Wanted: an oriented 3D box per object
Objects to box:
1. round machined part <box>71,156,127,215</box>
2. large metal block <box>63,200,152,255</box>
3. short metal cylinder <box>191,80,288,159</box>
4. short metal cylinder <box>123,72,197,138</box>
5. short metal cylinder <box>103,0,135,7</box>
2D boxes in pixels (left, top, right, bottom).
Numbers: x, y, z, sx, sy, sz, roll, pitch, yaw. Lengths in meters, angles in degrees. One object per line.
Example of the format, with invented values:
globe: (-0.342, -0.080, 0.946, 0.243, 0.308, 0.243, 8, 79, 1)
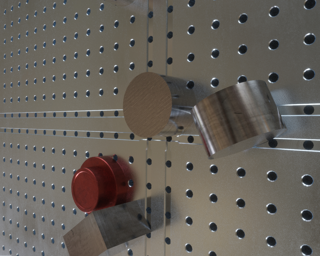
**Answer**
round machined part: (-0.101, 0.094, 0.481, 0.098, 0.042, 0.097, 0, 90, 40)
large metal block: (-0.074, 0.149, 0.435, 0.080, 0.081, 0.050, -43, 64, 32)
short metal cylinder: (0.077, -0.006, 0.310, 0.080, 0.081, 0.050, -30, 71, 36)
short metal cylinder: (-0.001, -0.028, 0.394, 0.080, 0.050, 0.080, 0, 90, 40)
short metal cylinder: (-0.067, -0.224, 0.448, 0.080, 0.050, 0.079, 0, 90, 40)
